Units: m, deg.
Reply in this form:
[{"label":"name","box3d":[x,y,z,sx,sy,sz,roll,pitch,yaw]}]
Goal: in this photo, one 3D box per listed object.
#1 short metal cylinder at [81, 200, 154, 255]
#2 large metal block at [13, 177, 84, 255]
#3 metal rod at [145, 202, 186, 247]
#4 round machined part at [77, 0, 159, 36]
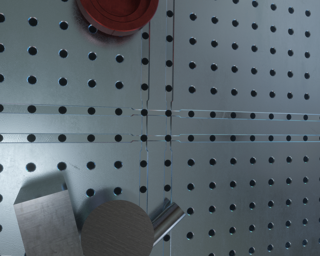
[{"label":"short metal cylinder","box3d":[-0.051,0.131,0.363,0.081,0.050,0.080,6,59,-10]},{"label":"large metal block","box3d":[-0.120,0.105,0.339,0.050,0.080,0.080,-14,95,-19]},{"label":"metal rod","box3d":[-0.084,0.204,0.381,0.301,0.025,0.025,-40,103,-16]},{"label":"round machined part","box3d":[-0.054,-0.162,0.383,0.099,0.042,0.097,0,90,-20]}]
